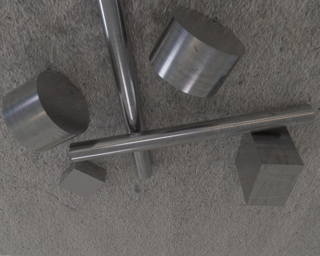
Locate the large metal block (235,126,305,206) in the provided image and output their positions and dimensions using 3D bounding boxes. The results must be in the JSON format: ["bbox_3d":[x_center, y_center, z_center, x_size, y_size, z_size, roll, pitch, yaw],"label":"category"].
[{"bbox_3d":[0.140,0.047,0.412,0.050,0.080,0.079,2,130,-2],"label":"large metal block"}]

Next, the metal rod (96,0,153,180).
[{"bbox_3d":[-0.039,-0.045,0.368,0.025,0.025,0.298,-5,130,4],"label":"metal rod"}]

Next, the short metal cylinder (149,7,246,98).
[{"bbox_3d":[0.036,-0.076,0.307,0.080,0.080,0.050,20,127,-16],"label":"short metal cylinder"}]

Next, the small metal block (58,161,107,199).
[{"bbox_3d":[-0.117,0.076,0.471,0.050,0.025,0.050,31,124,-24],"label":"small metal block"}]

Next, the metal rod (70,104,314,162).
[{"bbox_3d":[0.041,0.006,0.389,0.302,0.025,0.025,-9,130,-2],"label":"metal rod"}]

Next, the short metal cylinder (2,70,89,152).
[{"bbox_3d":[-0.127,-0.019,0.354,0.050,0.080,0.080,-25,126,19],"label":"short metal cylinder"}]
